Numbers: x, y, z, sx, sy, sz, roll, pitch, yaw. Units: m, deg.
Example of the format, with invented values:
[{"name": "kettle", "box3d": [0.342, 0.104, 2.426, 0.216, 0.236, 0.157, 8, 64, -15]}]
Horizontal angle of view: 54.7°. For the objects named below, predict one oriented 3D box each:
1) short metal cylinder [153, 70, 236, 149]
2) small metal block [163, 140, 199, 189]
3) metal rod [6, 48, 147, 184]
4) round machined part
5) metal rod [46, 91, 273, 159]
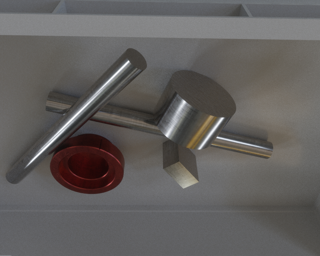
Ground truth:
[{"name": "short metal cylinder", "box3d": [0.039, -0.022, 0.355, 0.081, 0.080, 0.050, 18, 128, -15]}, {"name": "small metal block", "box3d": [0.029, 0.048, 0.434, 0.025, 0.050, 0.050, -28, 125, 21]}, {"name": "metal rod", "box3d": [-0.121, 0.004, 0.381, 0.025, 0.025, 0.299, 34, 131, -26]}, {"name": "round machined part", "box3d": [-0.099, 0.046, 0.436, 0.099, 0.042, 0.097, -1, 130, 0]}, {"name": "metal rod", "box3d": [0.008, -0.001, 0.408, 0.302, 0.025, 0.025, 13, 129, -11]}]
